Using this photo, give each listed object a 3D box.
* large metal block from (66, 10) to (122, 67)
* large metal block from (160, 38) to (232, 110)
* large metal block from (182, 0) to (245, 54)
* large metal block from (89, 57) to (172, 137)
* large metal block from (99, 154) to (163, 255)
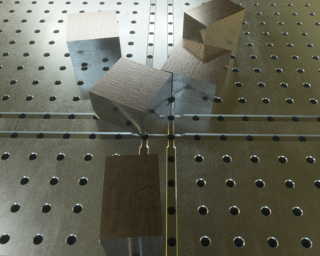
[{"bbox_3d":[-0.109,-0.150,0.517,0.080,0.050,0.080,-7,50,-6],"label":"large metal block"},{"bbox_3d":[0.053,-0.081,0.460,0.080,0.050,0.080,18,52,14],"label":"large metal block"},{"bbox_3d":[0.084,-0.153,0.502,0.080,0.080,0.050,-30,56,-23],"label":"large metal block"},{"bbox_3d":[-0.038,-0.045,0.429,0.080,0.050,0.080,21,53,17],"label":"large metal block"},{"bbox_3d":[-0.025,0.082,0.303,0.050,0.080,0.080,-2,50,-2],"label":"large metal block"}]
